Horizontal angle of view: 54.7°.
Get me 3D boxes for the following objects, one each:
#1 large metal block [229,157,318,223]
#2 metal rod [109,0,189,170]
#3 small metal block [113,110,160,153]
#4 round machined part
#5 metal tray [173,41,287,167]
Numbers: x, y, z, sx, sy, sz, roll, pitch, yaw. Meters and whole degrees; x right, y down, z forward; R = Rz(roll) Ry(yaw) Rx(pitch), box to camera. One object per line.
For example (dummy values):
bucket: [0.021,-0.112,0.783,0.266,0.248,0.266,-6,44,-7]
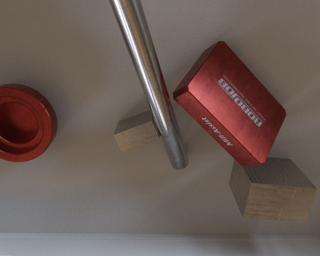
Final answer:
large metal block: [0.145,0.078,0.413,0.081,0.080,0.050,6,110,-3]
metal rod: [-0.008,-0.049,0.323,0.025,0.025,0.299,-15,137,5]
small metal block: [-0.028,0.002,0.398,0.050,0.050,0.025,-20,109,7]
round machined part: [-0.180,-0.009,0.396,0.099,0.042,0.097,0,110,-1]
metal tray: [0.088,-0.028,0.371,0.130,0.030,0.090,43,61,-15]
